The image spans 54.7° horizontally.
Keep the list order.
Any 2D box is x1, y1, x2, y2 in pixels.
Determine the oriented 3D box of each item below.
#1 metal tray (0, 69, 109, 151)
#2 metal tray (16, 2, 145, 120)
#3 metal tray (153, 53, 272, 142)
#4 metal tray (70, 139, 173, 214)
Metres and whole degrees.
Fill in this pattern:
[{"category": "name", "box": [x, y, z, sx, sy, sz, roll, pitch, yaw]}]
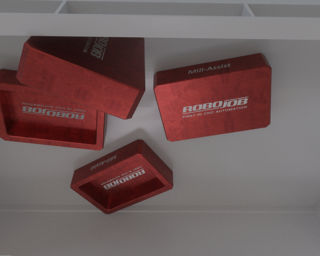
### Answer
[{"category": "metal tray", "box": [-0.133, -0.020, 0.387, 0.131, 0.030, 0.089, 7, 130, -6]}, {"category": "metal tray", "box": [-0.061, -0.067, 0.281, 0.091, 0.130, 0.030, 20, 121, -16]}, {"category": "metal tray", "box": [0.065, -0.034, 0.378, 0.131, 0.030, 0.090, -9, 130, 7]}, {"category": "metal tray", "box": [-0.057, 0.079, 0.471, 0.130, 0.030, 0.090, -26, 126, 20]}]
